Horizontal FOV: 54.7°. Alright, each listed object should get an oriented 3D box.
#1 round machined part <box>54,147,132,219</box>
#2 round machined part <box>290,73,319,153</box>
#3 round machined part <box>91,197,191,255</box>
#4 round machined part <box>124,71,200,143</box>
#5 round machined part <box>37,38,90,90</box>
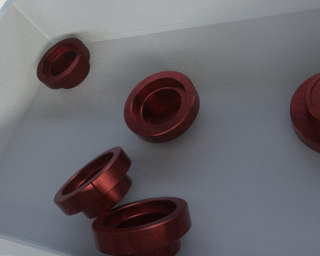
[{"bbox_3d":[-0.073,0.069,0.371,0.098,0.042,0.098,-34,14,10],"label":"round machined part"},{"bbox_3d":[0.184,-0.023,0.312,0.098,0.042,0.098,-13,56,21],"label":"round machined part"},{"bbox_3d":[-0.016,0.106,0.314,0.098,0.098,0.042,-11,93,22],"label":"round machined part"},{"bbox_3d":[0.006,-0.024,0.406,0.098,0.042,0.098,-13,56,21],"label":"round machined part"},{"bbox_3d":[-0.164,-0.108,0.548,0.098,0.042,0.098,-13,56,21],"label":"round machined part"}]
